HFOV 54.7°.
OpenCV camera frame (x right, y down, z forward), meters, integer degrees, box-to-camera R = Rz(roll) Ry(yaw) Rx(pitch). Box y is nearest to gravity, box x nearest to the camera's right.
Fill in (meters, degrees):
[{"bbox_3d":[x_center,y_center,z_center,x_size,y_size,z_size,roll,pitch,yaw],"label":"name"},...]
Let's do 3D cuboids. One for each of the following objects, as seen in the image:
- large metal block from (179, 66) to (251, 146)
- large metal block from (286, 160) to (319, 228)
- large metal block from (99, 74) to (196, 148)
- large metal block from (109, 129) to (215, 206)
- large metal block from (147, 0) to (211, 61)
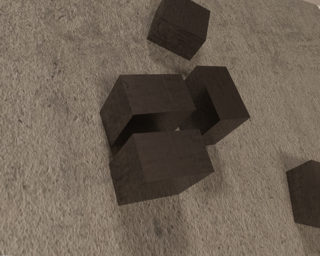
[{"bbox_3d":[0.063,-0.028,0.421,0.050,0.080,0.080,-5,65,-31],"label":"large metal block"},{"bbox_3d":[0.243,0.102,0.459,0.081,0.050,0.080,17,55,-19],"label":"large metal block"},{"bbox_3d":[-0.018,-0.021,0.373,0.081,0.080,0.050,-7,65,-32],"label":"large metal block"},{"bbox_3d":[-0.001,0.044,0.342,0.081,0.080,0.050,-3,64,-30],"label":"large metal block"},{"bbox_3d":[0.032,-0.170,0.511,0.080,0.050,0.080,23,53,-15],"label":"large metal block"}]
